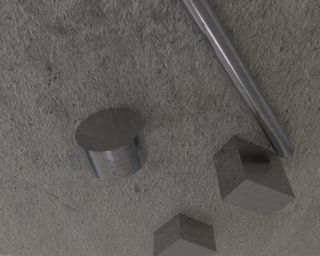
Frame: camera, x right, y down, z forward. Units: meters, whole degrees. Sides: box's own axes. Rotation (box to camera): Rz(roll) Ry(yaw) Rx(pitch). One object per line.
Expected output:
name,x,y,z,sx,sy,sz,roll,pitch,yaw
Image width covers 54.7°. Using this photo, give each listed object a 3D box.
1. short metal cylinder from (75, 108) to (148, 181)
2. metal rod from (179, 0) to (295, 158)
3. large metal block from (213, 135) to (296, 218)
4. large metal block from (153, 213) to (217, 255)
short metal cylinder,-0.058,0.019,0.387,0.080,0.080,0.050,-6,130,5
metal rod,0.091,-0.062,0.355,0.025,0.025,0.300,-28,125,21
large metal block,0.127,0.066,0.429,0.080,0.080,0.050,23,127,-18
large metal block,0.044,0.210,0.570,0.080,0.050,0.080,28,125,-22
